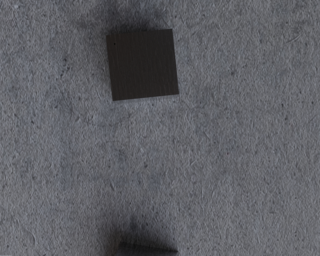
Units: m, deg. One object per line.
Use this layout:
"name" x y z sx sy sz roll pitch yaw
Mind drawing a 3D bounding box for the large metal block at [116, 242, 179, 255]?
"large metal block" -0.021 0.201 0.397 0.080 0.050 0.080 10 90 0

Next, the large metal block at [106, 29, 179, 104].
"large metal block" -0.021 -0.076 0.397 0.080 0.050 0.080 -6 90 0
